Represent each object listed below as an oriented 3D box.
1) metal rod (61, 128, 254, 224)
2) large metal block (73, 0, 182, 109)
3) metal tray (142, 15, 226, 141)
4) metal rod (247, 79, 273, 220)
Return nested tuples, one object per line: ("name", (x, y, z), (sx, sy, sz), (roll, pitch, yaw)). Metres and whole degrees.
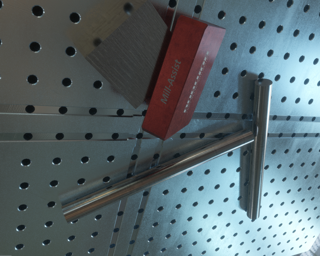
("metal rod", (0.008, 0.064, 0.456), (0.302, 0.025, 0.025), (-21, 127, -16))
("large metal block", (-0.029, -0.081, 0.330), (0.080, 0.050, 0.080), (-43, 130, 1))
("metal tray", (0.029, -0.058, 0.357), (0.090, 0.030, 0.129), (-30, 143, -62))
("metal rod", (0.170, 0.054, 0.540), (0.025, 0.025, 0.298), (-20, 127, -17))
